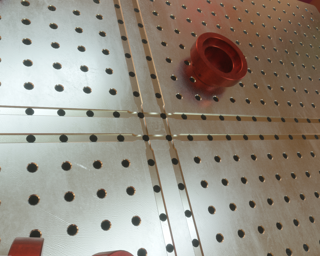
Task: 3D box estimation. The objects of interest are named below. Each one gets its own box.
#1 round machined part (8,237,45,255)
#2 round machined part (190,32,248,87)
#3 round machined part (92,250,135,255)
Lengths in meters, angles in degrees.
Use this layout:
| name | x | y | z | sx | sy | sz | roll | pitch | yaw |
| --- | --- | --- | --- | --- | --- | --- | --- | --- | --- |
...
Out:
| name | x | y | z | sx | sy | sz | roll | pitch | yaw |
| --- | --- | --- | --- | --- | --- | --- | --- | --- | --- |
| round machined part | -0.093 | 0.133 | 0.228 | 0.042 | 0.097 | 0.098 | 8 | 58 | -16 |
| round machined part | 0.093 | -0.108 | 0.515 | 0.099 | 0.042 | 0.098 | 14 | 56 | -21 |
| round machined part | -0.030 | 0.153 | 0.257 | 0.098 | 0.042 | 0.098 | 46 | 36 | -48 |
